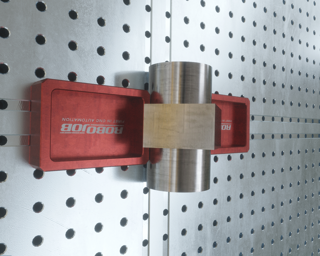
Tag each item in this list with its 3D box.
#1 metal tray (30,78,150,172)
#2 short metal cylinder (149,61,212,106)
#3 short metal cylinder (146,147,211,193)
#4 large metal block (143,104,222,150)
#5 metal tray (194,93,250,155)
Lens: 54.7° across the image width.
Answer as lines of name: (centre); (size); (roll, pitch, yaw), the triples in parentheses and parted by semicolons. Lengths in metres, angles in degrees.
metal tray: (-0.072, -0.002, 0.345); (0.131, 0.030, 0.089); (1, 89, -40)
short metal cylinder: (0.025, -0.051, 0.394); (0.081, 0.080, 0.050); (2, 89, -40)
short metal cylinder: (0.023, 0.049, 0.393); (0.081, 0.080, 0.050); (2, 89, -40)
large metal block: (0.031, -0.001, 0.380); (0.080, 0.080, 0.050); (7, 85, -74)
metal tray: (0.089, -0.006, 0.480); (0.131, 0.030, 0.089); (1, 89, -40)
